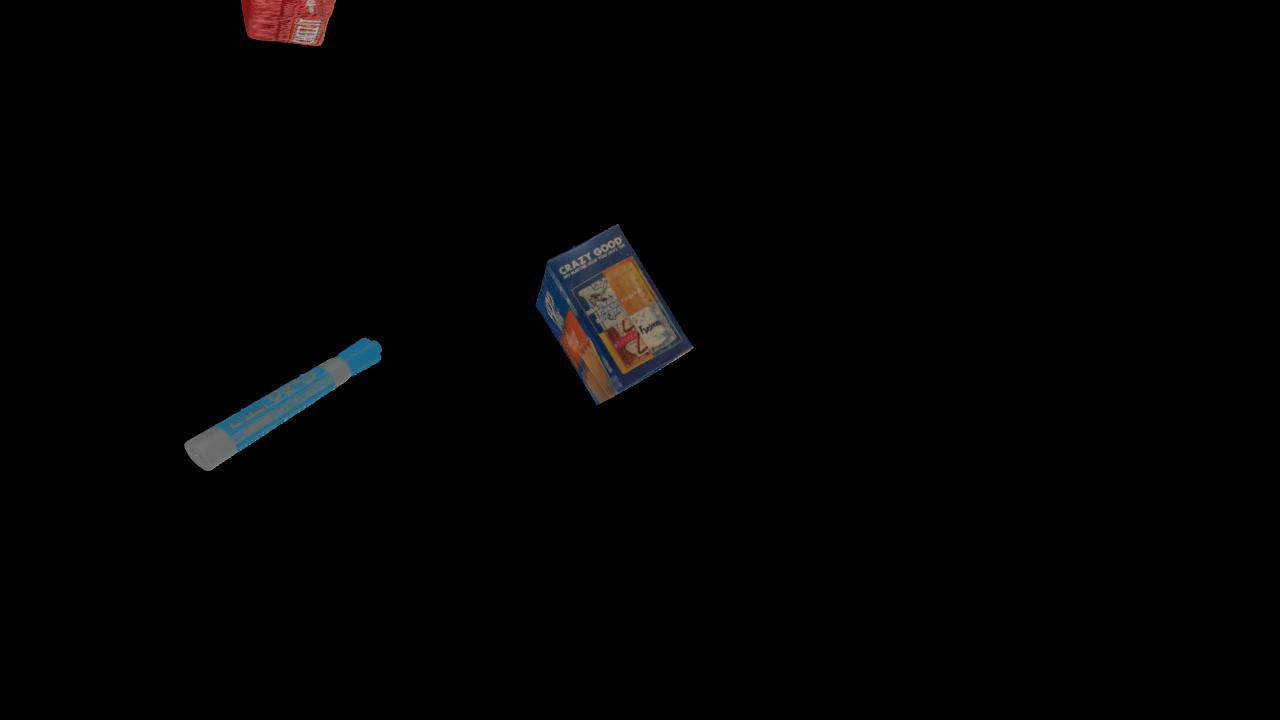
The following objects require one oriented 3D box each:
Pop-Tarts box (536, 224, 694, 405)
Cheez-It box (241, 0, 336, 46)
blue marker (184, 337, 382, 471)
[{"bbox_3d":[-0.036,-0.038,0.646,0.083,0.141,0.167,-31,-1,-17],"label":"Pop-Tarts box"},{"bbox_3d":[-0.298,-0.399,0.494,0.071,0.223,0.166,-10,9,-31],"label":"Cheez-It box"},{"bbox_3d":[-0.201,0.020,0.361,0.020,0.020,0.121,0,30,31],"label":"blue marker"}]
